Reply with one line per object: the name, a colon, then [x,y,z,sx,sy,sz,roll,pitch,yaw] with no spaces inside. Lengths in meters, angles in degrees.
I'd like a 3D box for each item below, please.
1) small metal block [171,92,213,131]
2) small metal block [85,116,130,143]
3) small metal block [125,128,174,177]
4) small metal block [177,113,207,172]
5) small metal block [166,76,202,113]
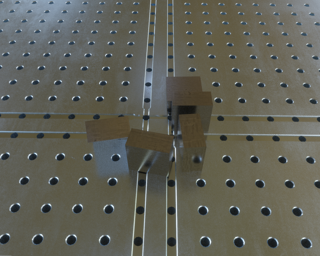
small metal block: [0.041,-0.021,0.410,0.050,0.050,0.025,0,50,0]
small metal block: [-0.063,0.002,0.386,0.050,0.050,0.025,-8,88,-6]
small metal block: [-0.011,0.030,0.367,0.050,0.050,0.025,10,51,8]
small metal block: [0.037,0.018,0.377,0.025,0.050,0.050,-3,50,-3]
small metal block: [0.035,-0.049,0.449,0.050,0.025,0.050,-1,50,-1]
